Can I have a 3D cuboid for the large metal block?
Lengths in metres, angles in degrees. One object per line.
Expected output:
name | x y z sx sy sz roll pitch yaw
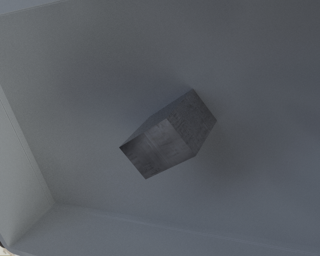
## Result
large metal block | 0.011 0.007 0.372 0.080 0.080 0.050 -31 101 38
